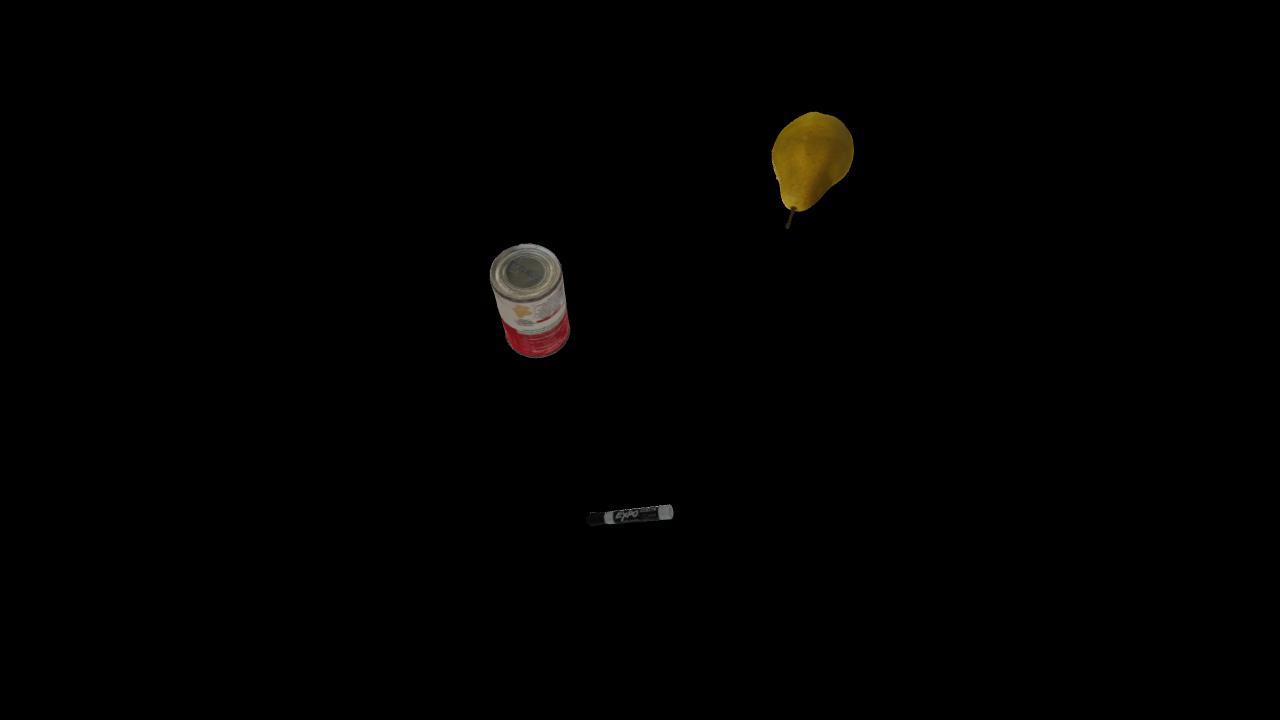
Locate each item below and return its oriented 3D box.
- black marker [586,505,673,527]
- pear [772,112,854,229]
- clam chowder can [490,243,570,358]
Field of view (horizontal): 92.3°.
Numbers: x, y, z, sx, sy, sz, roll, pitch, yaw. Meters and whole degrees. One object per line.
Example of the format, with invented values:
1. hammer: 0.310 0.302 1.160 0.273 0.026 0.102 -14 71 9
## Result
1. black marker: -0.015 0.207 0.816 0.121 0.020 0.020 -11 -4 19
2. pear: 0.160 -0.181 0.591 0.080 0.111 0.080 14 -23 6
3. clam chowder can: -0.105 -0.056 0.598 0.068 0.068 0.102 0 -30 -3
